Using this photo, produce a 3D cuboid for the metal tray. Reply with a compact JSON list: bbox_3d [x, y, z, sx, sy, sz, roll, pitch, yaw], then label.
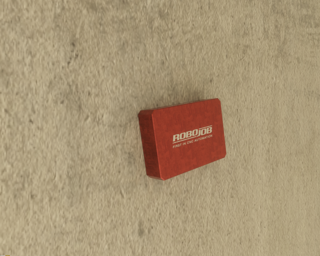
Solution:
[{"bbox_3d":[0.036,0.011,0.430,0.131,0.030,0.090,-13,99,-39],"label":"metal tray"}]
